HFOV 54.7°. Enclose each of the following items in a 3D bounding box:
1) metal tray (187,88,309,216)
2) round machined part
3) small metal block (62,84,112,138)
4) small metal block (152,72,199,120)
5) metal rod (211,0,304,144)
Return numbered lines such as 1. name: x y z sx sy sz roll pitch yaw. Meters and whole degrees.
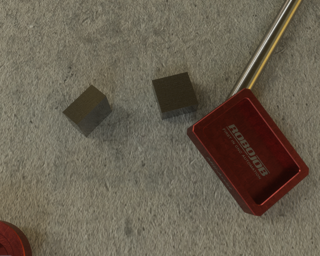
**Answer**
1. metal tray: 0.107 0.028 0.379 0.090 0.030 0.130 -36 89 -13
2. round machined part: -0.190 0.152 0.341 0.099 0.042 0.098 0 70 -1
3. small metal block: -0.092 -0.021 0.401 0.025 0.050 0.050 39 74 12
4. small metal block: 0.020 -0.044 0.424 0.050 0.025 0.050 -14 71 -6
5. metal rod: 0.147 -0.104 0.447 0.025 0.025 0.300 30 72 10
